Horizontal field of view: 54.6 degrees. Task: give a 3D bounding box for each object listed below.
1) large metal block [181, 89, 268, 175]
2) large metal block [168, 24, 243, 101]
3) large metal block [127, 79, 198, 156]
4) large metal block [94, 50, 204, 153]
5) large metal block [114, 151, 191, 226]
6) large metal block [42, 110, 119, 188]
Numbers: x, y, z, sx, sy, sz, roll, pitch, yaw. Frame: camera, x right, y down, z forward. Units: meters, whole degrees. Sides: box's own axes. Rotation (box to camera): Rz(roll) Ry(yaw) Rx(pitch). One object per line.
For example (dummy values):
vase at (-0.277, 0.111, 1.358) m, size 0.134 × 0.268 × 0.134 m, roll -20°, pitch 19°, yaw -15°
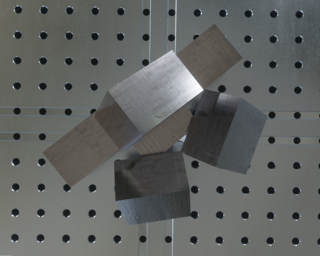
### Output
large metal block at (0.080, 0.007, 0.379) m, size 0.050 × 0.080 × 0.080 m, roll 21°, pitch 90°, yaw 41°
large metal block at (0.046, -0.073, 0.386) m, size 0.080 × 0.080 × 0.050 m, roll -39°, pitch 91°, yaw 0°
large metal block at (-0.008, -0.011, 0.402) m, size 0.080 × 0.050 × 0.080 m, roll -39°, pitch 90°, yaw 0°
large metal block at (-0.015, -0.025, 0.323) m, size 0.080 × 0.080 × 0.050 m, roll -37°, pitch 90°, yaw -25°
large metal block at (-0.007, 0.076, 0.379) m, size 0.080 × 0.080 × 0.050 m, roll -9°, pitch 54°, yaw 0°
large metal block at (-0.083, 0.022, 0.384) m, size 0.080 × 0.080 × 0.050 m, roll -38°, pitch 90°, yaw 0°
